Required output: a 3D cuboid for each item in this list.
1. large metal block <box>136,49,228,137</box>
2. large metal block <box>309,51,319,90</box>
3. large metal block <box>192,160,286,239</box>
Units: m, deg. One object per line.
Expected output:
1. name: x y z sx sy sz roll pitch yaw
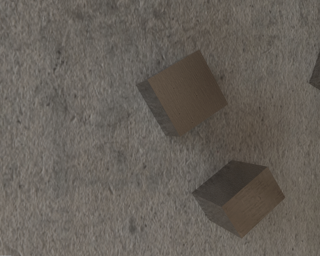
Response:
1. large metal block: 0.028 -0.044 0.407 0.080 0.050 0.080 -33 101 -17
2. large metal block: 0.307 -0.096 0.511 0.080 0.050 0.080 24 82 -19
3. large metal block: 0.103 0.091 0.420 0.080 0.080 0.050 -36 102 -17
